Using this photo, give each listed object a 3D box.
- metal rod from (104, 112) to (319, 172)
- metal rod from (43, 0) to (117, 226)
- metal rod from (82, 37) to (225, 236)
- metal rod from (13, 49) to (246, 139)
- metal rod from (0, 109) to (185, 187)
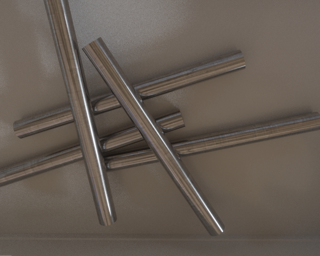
[{"bbox_3d":[0.062,0.021,0.419,0.302,0.025,0.025,-12,110,3],"label":"metal rod"},{"bbox_3d":[-0.093,-0.011,0.378,0.025,0.025,0.298,-8,110,2],"label":"metal rod"},{"bbox_3d":[0.001,0.024,0.392,0.025,0.025,0.299,-30,108,10],"label":"metal rod"},{"bbox_3d":[-0.043,-0.041,0.395,0.301,0.025,0.025,-17,110,5],"label":"metal rod"},{"bbox_3d":[-0.113,0.033,0.422,0.301,0.025,0.025,-18,109,6],"label":"metal rod"}]
